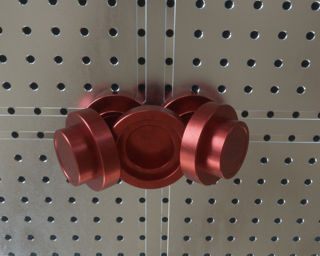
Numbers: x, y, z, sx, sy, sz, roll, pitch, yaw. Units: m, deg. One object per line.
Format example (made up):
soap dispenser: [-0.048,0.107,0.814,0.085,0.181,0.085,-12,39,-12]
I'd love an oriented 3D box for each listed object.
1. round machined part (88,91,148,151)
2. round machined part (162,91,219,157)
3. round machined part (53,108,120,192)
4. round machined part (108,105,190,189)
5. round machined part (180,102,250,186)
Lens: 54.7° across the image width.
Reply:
round machined part: [-0.056,0.004,0.405,0.099,0.042,0.097,0,110,-1]
round machined part: [0.043,0.004,0.406,0.099,0.042,0.097,0,110,-1]
round machined part: [-0.090,0.029,0.359,0.042,0.098,0.097,-20,115,-33]
round machined part: [-0.011,0.019,0.365,0.099,0.042,0.097,0,110,-1]
round machined part: [0.069,0.021,0.359,0.042,0.099,0.097,17,116,37]
